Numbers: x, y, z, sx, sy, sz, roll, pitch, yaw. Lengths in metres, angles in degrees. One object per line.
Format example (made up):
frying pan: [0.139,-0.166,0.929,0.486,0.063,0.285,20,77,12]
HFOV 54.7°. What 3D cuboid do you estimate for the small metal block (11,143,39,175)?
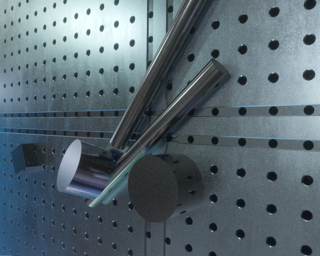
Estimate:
small metal block: [-0.281,0.064,0.642,0.050,0.025,0.050,-29,72,36]

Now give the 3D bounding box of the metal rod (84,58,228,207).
metal rod: [-0.022,0.023,0.427,0.299,0.025,0.025,-46,63,30]

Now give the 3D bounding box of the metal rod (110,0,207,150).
metal rod: [0.007,-0.094,0.403,0.025,0.025,0.298,45,117,30]

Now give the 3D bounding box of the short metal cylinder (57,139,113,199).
short metal cylinder: [-0.114,0.063,0.468,0.080,0.050,0.080,-36,42,41]

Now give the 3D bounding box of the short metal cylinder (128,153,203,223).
short metal cylinder: [0.006,0.072,0.388,0.080,0.050,0.080,0,90,40]
